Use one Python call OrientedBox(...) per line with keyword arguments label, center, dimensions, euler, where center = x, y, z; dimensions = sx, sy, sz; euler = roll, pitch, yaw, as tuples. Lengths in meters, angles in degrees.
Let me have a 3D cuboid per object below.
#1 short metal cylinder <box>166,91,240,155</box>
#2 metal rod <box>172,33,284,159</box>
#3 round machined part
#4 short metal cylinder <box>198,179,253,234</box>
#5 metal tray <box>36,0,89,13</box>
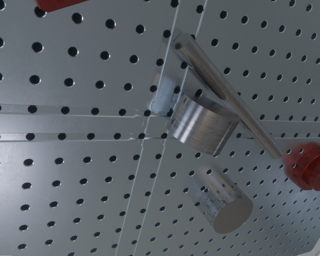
OrientedBox(label="short metal cylinder", center=(0.055, -0.008, 0.401), dimensions=(0.081, 0.080, 0.050), euler=(15, 111, -34))
OrientedBox(label="metal rod", center=(0.116, -0.029, 0.456), dimensions=(0.025, 0.025, 0.301), euler=(-47, 129, 5))
OrientedBox(label="round machined part", center=(0.324, 0.090, 0.632), dimensions=(0.099, 0.042, 0.097), euler=(-14, 124, -21))
OrientedBox(label="short metal cylinder", center=(0.114, 0.137, 0.542), dimensions=(0.081, 0.050, 0.079), euler=(-14, 124, -21))
OrientedBox(label="metal tray", center=(-0.081, -0.174, 0.255), dimensions=(0.091, 0.030, 0.129), euler=(-24, 127, -14))
